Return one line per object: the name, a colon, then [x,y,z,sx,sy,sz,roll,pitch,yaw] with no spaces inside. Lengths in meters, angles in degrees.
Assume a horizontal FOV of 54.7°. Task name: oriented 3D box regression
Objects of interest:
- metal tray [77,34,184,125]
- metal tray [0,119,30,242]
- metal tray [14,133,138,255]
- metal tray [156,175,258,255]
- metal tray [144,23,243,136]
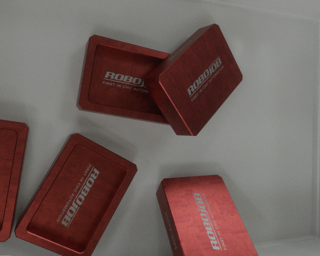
metal tray: [-0.033,-0.057,0.396,0.131,0.030,0.089,9,87,-20]
metal tray: [-0.200,0.052,0.334,0.091,0.030,0.129,9,87,-20]
metal tray: [-0.098,0.082,0.372,0.090,0.030,0.130,32,80,-18]
metal tray: [0.055,0.122,0.386,0.091,0.030,0.130,0,46,-21]
metal tray: [0.049,-0.063,0.401,0.131,0.030,0.090,-47,118,-29]
